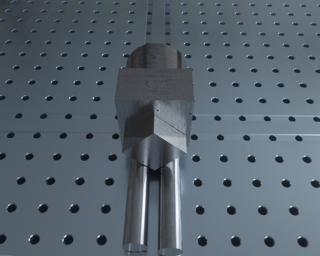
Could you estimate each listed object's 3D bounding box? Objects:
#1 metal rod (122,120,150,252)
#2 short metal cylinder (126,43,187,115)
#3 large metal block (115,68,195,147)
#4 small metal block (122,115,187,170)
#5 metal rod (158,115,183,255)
[{"bbox_3d":[-0.023,0.005,0.405,0.025,0.025,0.300,1,50,0],"label":"metal rod"},{"bbox_3d":[-0.005,-0.060,0.394,0.081,0.080,0.050,1,50,0],"label":"short metal cylinder"},{"bbox_3d":[-0.005,-0.022,0.358,0.081,0.080,0.050,0,50,0],"label":"large metal block"},{"bbox_3d":[-0.006,0.018,0.346,0.050,0.050,0.025,33,41,-33],"label":"small metal block"},{"bbox_3d":[0.012,0.008,0.403,0.025,0.025,0.300,1,50,0],"label":"metal rod"}]
